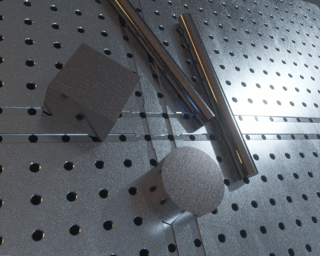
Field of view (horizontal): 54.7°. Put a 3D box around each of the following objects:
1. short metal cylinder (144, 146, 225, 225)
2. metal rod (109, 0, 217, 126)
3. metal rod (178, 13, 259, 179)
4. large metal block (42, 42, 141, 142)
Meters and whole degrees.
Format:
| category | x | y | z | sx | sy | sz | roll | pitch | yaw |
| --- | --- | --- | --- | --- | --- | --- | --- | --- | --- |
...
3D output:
| category | x | y | z | sx | sy | sz | roll | pitch | yaw |
| --- | --- | --- | --- | --- | --- | --- | --- | --- | --- |
| short metal cylinder | 0.028 | 0.068 | 0.365 | 0.081 | 0.050 | 0.080 | 14 | 56 | -21 |
| metal rod | -0.013 | -0.131 | 0.480 | 0.025 | 0.025 | 0.299 | -27 | 77 | -37 |
| metal rod | 0.085 | -0.064 | 0.492 | 0.025 | 0.025 | 0.299 | -4 | 63 | -30 |
| large metal block | -0.081 | -0.043 | 0.374 | 0.080 | 0.050 | 0.080 | 30 | 52 | -10 |
